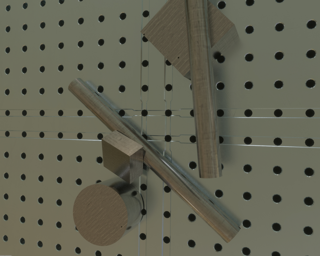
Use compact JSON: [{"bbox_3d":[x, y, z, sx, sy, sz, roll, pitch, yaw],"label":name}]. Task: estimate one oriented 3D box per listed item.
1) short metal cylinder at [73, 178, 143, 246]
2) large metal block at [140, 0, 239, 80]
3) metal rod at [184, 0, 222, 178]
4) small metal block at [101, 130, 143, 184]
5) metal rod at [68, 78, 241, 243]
[{"bbox_3d":[-0.070,0.112,0.423,0.080,0.050,0.079,0,90,19],"label":"short metal cylinder"},{"bbox_3d":[0.038,-0.117,0.385,0.080,0.050,0.080,-45,77,14],"label":"large metal block"},{"bbox_3d":[0.043,-0.095,0.343,0.025,0.025,0.298,-5,88,19],"label":"metal rod"},{"bbox_3d":[-0.050,0.038,0.412,0.050,0.025,0.050,28,133,28],"label":"small metal block"},{"bbox_3d":[-0.017,0.034,0.417,0.300,0.025,0.025,42,103,14],"label":"metal rod"}]
